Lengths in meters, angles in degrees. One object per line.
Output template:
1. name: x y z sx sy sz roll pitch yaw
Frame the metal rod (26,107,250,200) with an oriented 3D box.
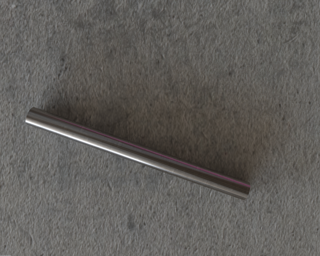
1. metal rod: -0.028 0.034 0.409 0.302 0.025 0.025 19 90 -1
